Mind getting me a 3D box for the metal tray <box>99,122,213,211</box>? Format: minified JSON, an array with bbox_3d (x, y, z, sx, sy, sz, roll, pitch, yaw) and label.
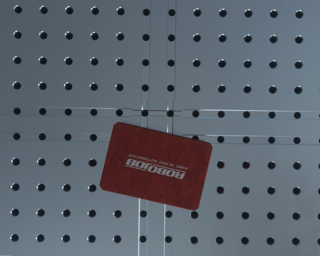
[{"bbox_3d":[-0.005,0.049,0.411,0.131,0.030,0.090,13,90,0],"label":"metal tray"}]
